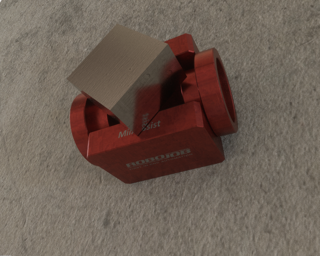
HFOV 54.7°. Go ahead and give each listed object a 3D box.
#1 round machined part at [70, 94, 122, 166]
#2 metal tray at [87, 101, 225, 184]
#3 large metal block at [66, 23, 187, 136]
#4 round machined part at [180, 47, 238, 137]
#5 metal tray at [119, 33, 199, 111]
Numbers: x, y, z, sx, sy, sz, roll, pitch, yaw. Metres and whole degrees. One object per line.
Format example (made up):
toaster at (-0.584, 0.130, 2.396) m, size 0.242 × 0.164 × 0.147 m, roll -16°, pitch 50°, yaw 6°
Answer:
round machined part at (-0.066, -0.003, 0.393) m, size 0.042 × 0.098 × 0.098 m, roll -15°, pitch 56°, yaw 20°
metal tray at (-0.003, 0.022, 0.348) m, size 0.130 × 0.090 × 0.030 m, roll -16°, pitch 56°, yaw 18°
large metal block at (-0.034, -0.052, 0.319) m, size 0.080 × 0.050 × 0.080 m, roll 34°, pitch 80°, yaw 38°
round machined part at (0.055, -0.037, 0.352) m, size 0.042 × 0.098 × 0.098 m, roll -15°, pitch 56°, yaw 20°
metal tray at (-0.005, -0.060, 0.403) m, size 0.130 × 0.090 × 0.030 m, roll -17°, pitch 55°, yaw 18°
